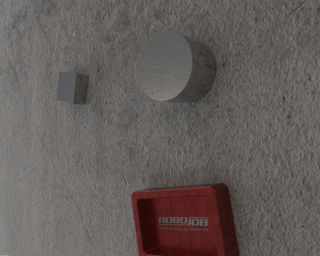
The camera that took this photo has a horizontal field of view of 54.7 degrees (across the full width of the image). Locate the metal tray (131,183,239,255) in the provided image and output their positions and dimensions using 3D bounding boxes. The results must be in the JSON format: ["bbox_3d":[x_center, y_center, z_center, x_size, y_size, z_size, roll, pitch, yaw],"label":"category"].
[{"bbox_3d":[0.025,0.118,0.380,0.130,0.030,0.090,-13,82,39],"label":"metal tray"}]

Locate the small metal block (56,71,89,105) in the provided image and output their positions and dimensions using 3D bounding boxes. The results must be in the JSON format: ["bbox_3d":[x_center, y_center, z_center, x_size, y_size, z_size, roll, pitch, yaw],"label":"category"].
[{"bbox_3d":[-0.149,-0.068,0.528,0.050,0.025,0.050,13,99,39],"label":"small metal block"}]

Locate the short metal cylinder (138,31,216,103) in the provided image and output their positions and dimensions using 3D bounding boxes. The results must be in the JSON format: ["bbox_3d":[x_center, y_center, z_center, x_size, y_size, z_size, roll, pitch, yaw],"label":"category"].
[{"bbox_3d":[0.020,-0.071,0.372,0.080,0.050,0.080,0,90,40],"label":"short metal cylinder"}]
